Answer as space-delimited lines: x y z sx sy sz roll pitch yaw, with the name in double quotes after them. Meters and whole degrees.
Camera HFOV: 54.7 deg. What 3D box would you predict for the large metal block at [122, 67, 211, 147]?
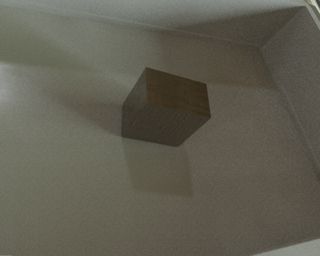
0.005 -0.022 0.385 0.081 0.080 0.050 12 57 -22 "large metal block"
